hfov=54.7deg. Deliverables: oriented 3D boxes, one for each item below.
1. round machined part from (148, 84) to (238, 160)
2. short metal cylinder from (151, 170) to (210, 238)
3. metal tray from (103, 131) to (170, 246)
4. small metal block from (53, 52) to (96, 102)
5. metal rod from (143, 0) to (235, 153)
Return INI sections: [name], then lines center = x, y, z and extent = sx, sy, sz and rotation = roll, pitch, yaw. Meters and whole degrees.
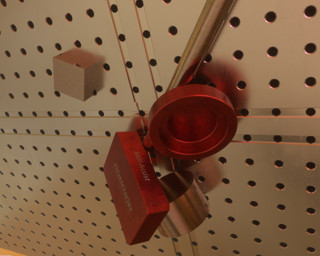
[round machined part]
center = 0.035, -0.011, 0.357
extent = 0.099, 0.042, 0.097
rotation = -2, 132, -2
[short metal cylinder]
center = 0.021, 0.103, 0.427
extent = 0.080, 0.080, 0.050
rotation = -17, 109, 34
[metal tray]
center = -0.038, 0.079, 0.423
extent = 0.130, 0.030, 0.089
rotation = 63, 142, 36
[small metal block]
center = -0.118, -0.071, 0.428
extent = 0.050, 0.025, 0.050
rotation = 22, 126, 15
[metal rod]
center = 0.038, -0.080, 0.340
extent = 0.025, 0.025, 0.298
rotation = 31, 128, 7
